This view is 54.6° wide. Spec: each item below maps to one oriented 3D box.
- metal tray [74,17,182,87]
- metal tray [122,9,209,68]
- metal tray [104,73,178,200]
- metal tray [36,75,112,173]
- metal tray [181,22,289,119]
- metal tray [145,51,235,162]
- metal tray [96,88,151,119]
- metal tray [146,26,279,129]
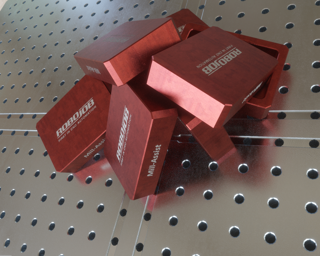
[{"bbox_3d":[-0.044,-0.095,0.374,0.090,0.030,0.130,-38,29,-15],"label":"metal tray"},{"bbox_3d":[0.007,-0.117,0.450,0.131,0.030,0.090,-28,53,-8],"label":"metal tray"},{"bbox_3d":[-0.029,0.008,0.360,0.030,0.129,0.090,-11,44,-31],"label":"metal tray"},{"bbox_3d":[-0.110,-0.009,0.440,0.130,0.030,0.090,-41,66,15],"label":"metal tray"},{"bbox_3d":[0.079,-0.073,0.381,0.130,0.030,0.090,19,70,14],"label":"metal tray"},{"bbox_3d":[0.028,-0.028,0.370,0.030,0.090,0.130,-39,50,3],"label":"metal tray"},{"bbox_3d":[-0.067,-0.051,0.472,0.130,0.030,0.090,-43,51,-2],"label":"metal tray"},{"bbox_3d":[0.060,-0.061,0.331,0.090,0.030,0.131,35,45,18],"label":"metal tray"}]
